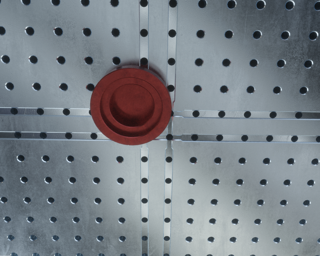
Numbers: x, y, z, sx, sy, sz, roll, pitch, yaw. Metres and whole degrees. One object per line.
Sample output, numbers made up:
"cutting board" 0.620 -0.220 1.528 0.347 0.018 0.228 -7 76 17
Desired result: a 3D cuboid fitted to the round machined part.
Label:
"round machined part" -0.035 -0.031 0.393 0.099 0.042 0.097 0 110 0
